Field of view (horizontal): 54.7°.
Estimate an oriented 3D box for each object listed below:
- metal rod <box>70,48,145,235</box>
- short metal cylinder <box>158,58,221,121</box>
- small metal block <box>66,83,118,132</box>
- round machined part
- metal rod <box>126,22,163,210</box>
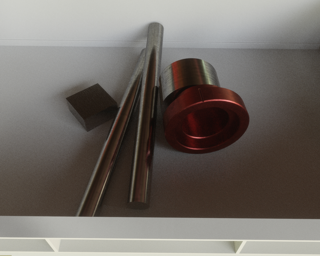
[{"bbox_3d":[-0.049,-0.008,0.411,0.025,0.025,0.300,9,50,7],"label":"metal rod"},{"bbox_3d":[0.040,-0.044,0.407,0.081,0.080,0.050,-3,50,-3],"label":"short metal cylinder"},{"bbox_3d":[-0.093,-0.029,0.429,0.050,0.025,0.050,-31,57,-24],"label":"small metal block"},{"bbox_3d":[0.052,-0.014,0.370,0.099,0.097,0.042,-5,51,-5],"label":"round machined part"},{"bbox_3d":[-0.015,-0.039,0.420,0.025,0.025,0.300,3,55,2],"label":"metal rod"}]
